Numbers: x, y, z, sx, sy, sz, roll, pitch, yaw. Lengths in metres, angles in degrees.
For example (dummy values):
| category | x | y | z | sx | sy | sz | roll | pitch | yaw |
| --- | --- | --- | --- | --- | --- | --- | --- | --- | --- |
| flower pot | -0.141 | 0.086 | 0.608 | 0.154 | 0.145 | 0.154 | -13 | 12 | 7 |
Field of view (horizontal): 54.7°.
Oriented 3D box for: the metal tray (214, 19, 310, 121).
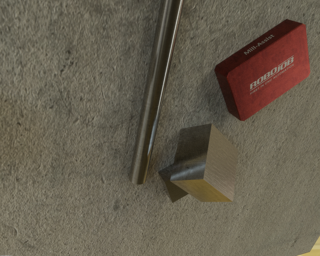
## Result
| category | x | y | z | sx | sy | sz | roll | pitch | yaw |
| --- | --- | --- | --- | --- | --- | --- | --- | --- | --- |
| metal tray | 0.148 | -0.080 | 0.437 | 0.130 | 0.030 | 0.090 | -34 | 129 | -6 |

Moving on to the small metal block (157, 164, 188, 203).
| category | x | y | z | sx | sy | sz | roll | pitch | yaw |
| --- | --- | --- | --- | --- | --- | --- | --- | --- | --- |
| small metal block | 0.030 | 0.079 | 0.474 | 0.050 | 0.025 | 0.050 | -27 | 128 | -12 |

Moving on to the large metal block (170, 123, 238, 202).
| category | x | y | z | sx | sy | sz | roll | pitch | yaw |
| --- | --- | --- | --- | --- | --- | --- | --- | --- | --- |
| large metal block | 0.065 | 0.051 | 0.433 | 0.080 | 0.050 | 0.080 | 40 | 52 | -39 |

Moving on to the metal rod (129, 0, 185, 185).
| category | x | y | z | sx | sy | sz | roll | pitch | yaw |
| --- | --- | --- | --- | --- | --- | --- | --- | --- | --- |
| metal rod | -0.003 | -0.059 | 0.369 | 0.025 | 0.025 | 0.298 | -3 | 120 | -28 |
